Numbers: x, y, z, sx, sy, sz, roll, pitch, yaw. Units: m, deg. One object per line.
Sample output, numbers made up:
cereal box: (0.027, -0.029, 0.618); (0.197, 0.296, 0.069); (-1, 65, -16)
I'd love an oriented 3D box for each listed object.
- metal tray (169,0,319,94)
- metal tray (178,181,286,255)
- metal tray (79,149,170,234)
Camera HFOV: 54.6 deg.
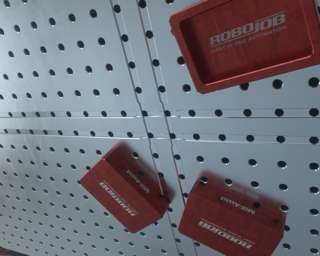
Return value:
metal tray: (0.084, -0.093, 0.306); (0.130, 0.030, 0.090); (-12, 113, 33)
metal tray: (0.097, 0.140, 0.443); (0.130, 0.030, 0.089); (22, 127, 15)
metal tray: (-0.060, 0.105, 0.505); (0.130, 0.030, 0.090); (45, 129, -4)
